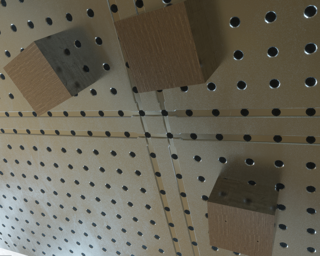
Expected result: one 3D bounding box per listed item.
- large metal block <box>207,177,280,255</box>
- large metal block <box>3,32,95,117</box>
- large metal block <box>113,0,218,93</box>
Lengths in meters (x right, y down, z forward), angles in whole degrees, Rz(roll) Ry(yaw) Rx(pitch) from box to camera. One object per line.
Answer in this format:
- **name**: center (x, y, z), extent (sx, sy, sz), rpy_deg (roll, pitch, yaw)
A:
- **large metal block**: center (0.110, 0.119, 0.410), extent (0.080, 0.050, 0.079), rpy_deg (7, 121, 24)
- **large metal block**: center (-0.153, -0.073, 0.428), extent (0.080, 0.050, 0.080), rpy_deg (-22, 107, 35)
- **large metal block**: center (0.009, -0.089, 0.334), extent (0.080, 0.050, 0.080), rpy_deg (-5, 116, 30)
